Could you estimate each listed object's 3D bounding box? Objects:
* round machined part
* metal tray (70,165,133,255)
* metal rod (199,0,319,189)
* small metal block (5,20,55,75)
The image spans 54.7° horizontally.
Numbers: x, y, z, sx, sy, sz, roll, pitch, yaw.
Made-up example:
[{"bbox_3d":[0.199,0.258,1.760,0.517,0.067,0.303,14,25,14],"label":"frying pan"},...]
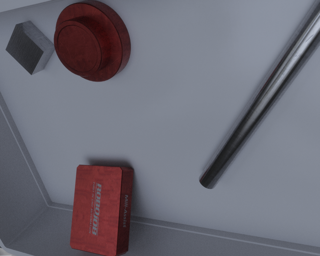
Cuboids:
[{"bbox_3d":[-0.089,-0.102,0.380,0.098,0.042,0.097,13,124,20],"label":"round machined part"},{"bbox_3d":[-0.091,0.124,0.482,0.090,0.030,0.129,-1,81,28],"label":"metal tray"},{"bbox_3d":[0.114,-0.034,0.326,0.025,0.025,0.298,31,128,8],"label":"metal rod"},{"bbox_3d":[-0.181,-0.111,0.433,0.050,0.025,0.050,45,129,-4],"label":"small metal block"}]
